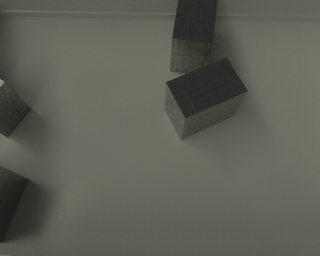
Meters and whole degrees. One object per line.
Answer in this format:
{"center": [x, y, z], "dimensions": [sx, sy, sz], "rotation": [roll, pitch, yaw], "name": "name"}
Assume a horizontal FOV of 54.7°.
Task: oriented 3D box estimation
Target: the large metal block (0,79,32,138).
{"center": [-0.226, -0.040, 0.392], "dimensions": [0.080, 0.080, 0.050], "rotation": [30, 73, 10], "name": "large metal block"}

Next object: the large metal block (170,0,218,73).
{"center": [0.045, -0.130, 0.428], "dimensions": [0.050, 0.080, 0.080], "rotation": [8, 70, 2], "name": "large metal block"}

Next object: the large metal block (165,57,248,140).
{"center": [0.054, -0.034, 0.394], "dimensions": [0.080, 0.080, 0.050], "rotation": [-24, 72, -9], "name": "large metal block"}

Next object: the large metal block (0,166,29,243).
{"center": [-0.203, 0.082, 0.348], "dimensions": [0.050, 0.080, 0.080], "rotation": [14, 71, 5], "name": "large metal block"}
